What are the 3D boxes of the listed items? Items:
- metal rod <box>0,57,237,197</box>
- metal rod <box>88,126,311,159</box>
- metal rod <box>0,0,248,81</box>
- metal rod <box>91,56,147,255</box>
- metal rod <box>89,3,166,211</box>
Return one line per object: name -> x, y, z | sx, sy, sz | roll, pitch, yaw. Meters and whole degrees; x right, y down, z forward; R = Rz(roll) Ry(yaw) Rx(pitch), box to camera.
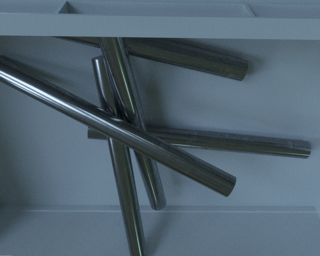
metal rod -> -0.055, -0.003, 0.346 | 0.301, 0.025, 0.025 | 27, 127, 1
metal rod -> 0.056, 0.017, 0.423 | 0.302, 0.025, 0.025 | 6, 130, -5
metal rod -> -0.051, -0.094, 0.327 | 0.302, 0.025, 0.025 | 11, 129, -10
metal rod -> -0.047, 0.058, 0.401 | 0.025, 0.025, 0.298 | -5, 113, 4
metal rod -> -0.027, 0.003, 0.377 | 0.025, 0.025, 0.298 | -7, 130, 6
